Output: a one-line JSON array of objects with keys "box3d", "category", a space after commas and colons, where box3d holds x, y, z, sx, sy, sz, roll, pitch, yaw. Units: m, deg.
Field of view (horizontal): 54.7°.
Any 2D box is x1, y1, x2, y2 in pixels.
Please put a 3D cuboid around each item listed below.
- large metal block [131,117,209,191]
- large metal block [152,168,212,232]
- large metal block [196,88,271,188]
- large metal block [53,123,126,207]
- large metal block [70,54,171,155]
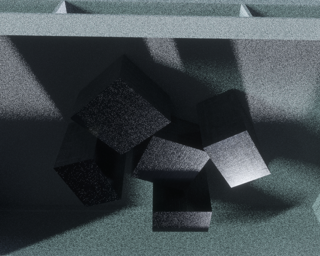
[{"box3d": [0.013, 0.033, 0.419, 0.081, 0.050, 0.079, 17, 128, -15], "category": "large metal block"}, {"box3d": [0.030, 0.106, 0.462, 0.081, 0.080, 0.050, 1, 130, -1], "category": "large metal block"}, {"box3d": [0.089, 0.012, 0.382, 0.050, 0.080, 0.080, -25, 126, 19], "category": "large metal block"}, {"box3d": [-0.086, 0.043, 0.407, 0.050, 0.080, 0.080, -15, 129, 12], "category": "large metal block"}, {"box3d": [-0.044, -0.025, 0.368, 0.080, 0.050, 0.080, -35, 123, 25], "category": "large metal block"}]
